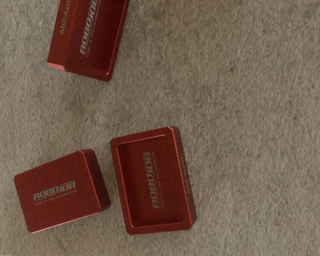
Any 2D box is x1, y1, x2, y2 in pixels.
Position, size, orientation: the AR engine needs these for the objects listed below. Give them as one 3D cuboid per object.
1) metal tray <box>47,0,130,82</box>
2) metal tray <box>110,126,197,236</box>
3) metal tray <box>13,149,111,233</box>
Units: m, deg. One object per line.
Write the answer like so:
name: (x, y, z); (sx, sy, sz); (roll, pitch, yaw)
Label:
metal tray: (-0.088, -0.132, 0.402); (0.030, 0.090, 0.129); (17, 96, 29)
metal tray: (-0.009, 0.069, 0.408); (0.090, 0.030, 0.129); (-12, 86, 19)
metal tray: (-0.146, 0.093, 0.456); (0.130, 0.030, 0.090); (-21, 83, 18)
